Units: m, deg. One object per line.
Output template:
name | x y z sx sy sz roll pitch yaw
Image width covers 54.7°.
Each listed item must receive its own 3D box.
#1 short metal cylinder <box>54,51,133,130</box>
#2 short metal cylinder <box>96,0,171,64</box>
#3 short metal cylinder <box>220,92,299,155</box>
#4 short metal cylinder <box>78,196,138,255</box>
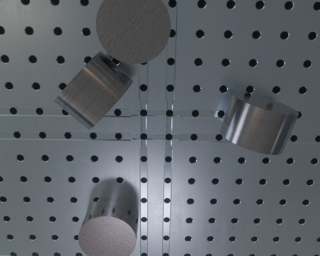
short metal cylinder | -0.077 -0.044 0.367 0.050 0.080 0.080 42 105 -14
short metal cylinder | -0.029 -0.117 0.356 0.081 0.050 0.079 0 110 0
short metal cylinder | 0.121 -0.008 0.382 0.081 0.080 0.050 13 110 -5
short metal cylinder | -0.073 0.148 0.454 0.081 0.050 0.079 0 110 0
